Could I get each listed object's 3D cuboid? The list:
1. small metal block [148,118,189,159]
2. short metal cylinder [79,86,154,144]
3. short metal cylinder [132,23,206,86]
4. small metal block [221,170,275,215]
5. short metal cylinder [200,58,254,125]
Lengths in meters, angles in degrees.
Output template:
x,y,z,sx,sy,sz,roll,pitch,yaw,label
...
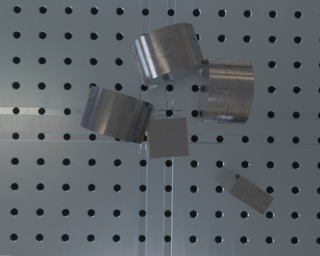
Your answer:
x,y,z,sx,sy,sz,roll,pitch,yaw,label
0.011,0.013,0.414,0.050,0.025,0.050,-4,90,0,small metal block
-0.053,-0.016,0.386,0.080,0.080,0.050,17,90,0,short metal cylinder
0.011,-0.089,0.386,0.080,0.080,0.050,-18,90,0,short metal cylinder
0.112,0.082,0.402,0.050,0.050,0.025,33,90,0,small metal block
0.080,-0.045,0.387,0.050,0.080,0.079,3,90,0,short metal cylinder
